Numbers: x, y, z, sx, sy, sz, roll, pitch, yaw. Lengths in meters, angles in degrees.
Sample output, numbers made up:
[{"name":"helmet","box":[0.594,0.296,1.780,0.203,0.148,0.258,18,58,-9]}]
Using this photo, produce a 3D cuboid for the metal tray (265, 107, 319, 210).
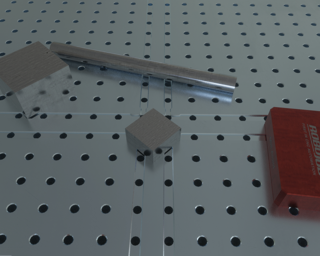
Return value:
[{"name":"metal tray","box":[0.183,0.034,0.378,0.091,0.030,0.130,6,50,4]}]

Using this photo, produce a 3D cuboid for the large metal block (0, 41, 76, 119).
[{"name":"large metal block","box":[-0.184,-0.072,0.450,0.080,0.050,0.080,-37,59,-27]}]

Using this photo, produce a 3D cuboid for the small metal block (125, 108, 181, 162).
[{"name":"small metal block","box":[-0.009,0.008,0.401,0.050,0.025,0.050,37,59,26]}]

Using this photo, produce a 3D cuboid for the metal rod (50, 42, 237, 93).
[{"name":"metal rod","box":[-0.032,-0.098,0.489,0.301,0.025,0.025,13,51,10]}]
